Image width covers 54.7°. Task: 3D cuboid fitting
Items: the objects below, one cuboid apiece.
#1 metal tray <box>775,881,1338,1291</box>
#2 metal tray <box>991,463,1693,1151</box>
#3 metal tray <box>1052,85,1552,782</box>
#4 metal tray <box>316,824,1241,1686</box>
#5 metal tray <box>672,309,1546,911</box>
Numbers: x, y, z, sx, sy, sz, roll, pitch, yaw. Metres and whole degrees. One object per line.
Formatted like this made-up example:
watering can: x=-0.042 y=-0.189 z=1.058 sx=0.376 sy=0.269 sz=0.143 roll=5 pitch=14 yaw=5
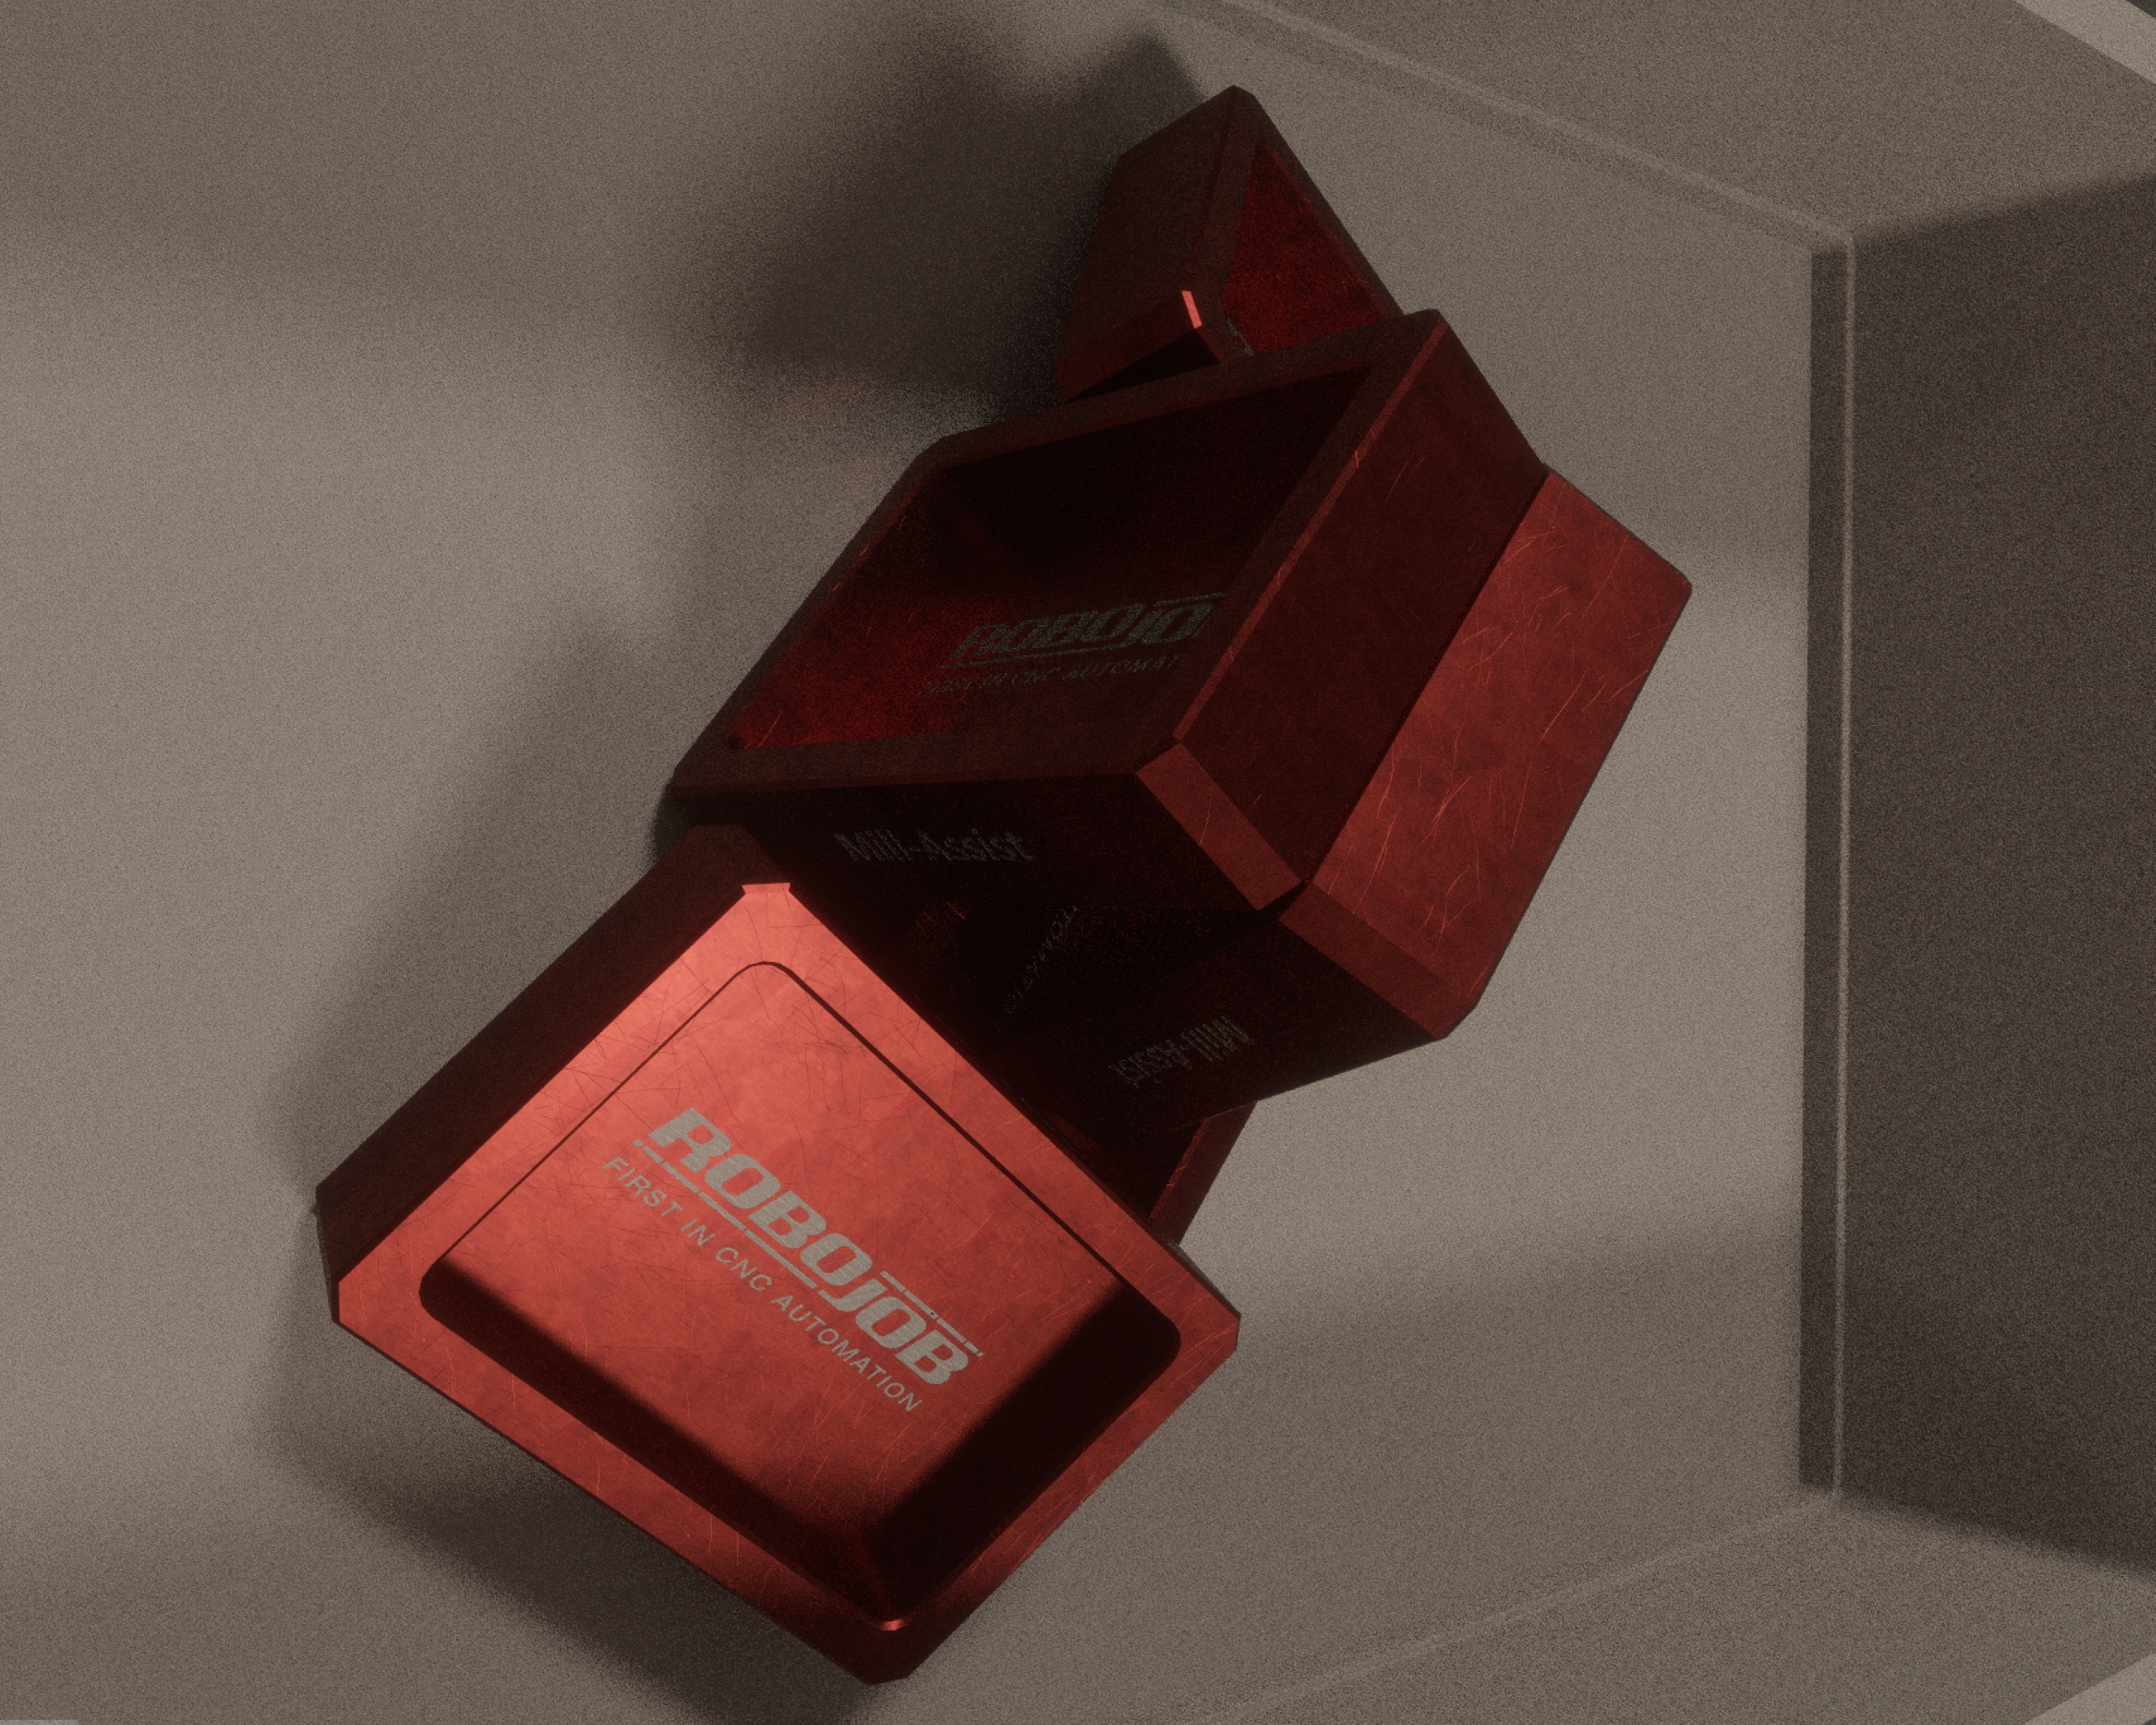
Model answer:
metal tray: x=0.008 y=0.007 z=0.409 sx=0.090 sy=0.030 sz=0.130 roll=47 pitch=62 yaw=-30
metal tray: x=0.039 y=-0.003 z=0.355 sx=0.030 sy=0.130 sz=0.090 roll=37 pitch=65 yaw=-9
metal tray: x=0.052 y=-0.081 z=0.424 sx=0.130 sy=0.030 sz=0.090 roll=46 pitch=37 yaw=-30
metal tray: x=-0.044 y=0.068 z=0.343 sx=0.090 sy=0.030 sz=0.130 roll=-45 pitch=120 yaw=-4
metal tray: x=0.000 y=-0.037 z=0.336 sx=0.030 sy=0.130 sz=0.090 roll=48 pitch=62 yaw=-29
